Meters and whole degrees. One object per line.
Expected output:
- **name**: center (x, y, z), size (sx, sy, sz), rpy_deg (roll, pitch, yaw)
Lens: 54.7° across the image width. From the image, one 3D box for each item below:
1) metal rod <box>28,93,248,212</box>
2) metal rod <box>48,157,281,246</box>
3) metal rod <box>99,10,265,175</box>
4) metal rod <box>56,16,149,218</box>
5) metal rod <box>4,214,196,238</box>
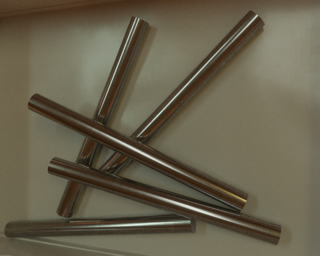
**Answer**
- **metal rod**: center (-0.034, 0.027, 0.396), size (0.301, 0.025, 0.025), rpy_deg (25, 98, 8)
- **metal rod**: center (-0.004, 0.088, 0.394), size (0.301, 0.025, 0.025), rpy_deg (14, 95, 12)
- **metal rod**: center (0.014, -0.027, 0.405), size (0.299, 0.025, 0.025), rpy_deg (-46, 76, 14)
- **metal rod**: center (-0.084, -0.010, 0.440), size (0.025, 0.025, 0.298), rpy_deg (26, 98, 18)
- **metal rod**: center (-0.098, 0.142, 0.444), size (0.301, 0.025, 0.025), rpy_deg (-8, 87, 19)
